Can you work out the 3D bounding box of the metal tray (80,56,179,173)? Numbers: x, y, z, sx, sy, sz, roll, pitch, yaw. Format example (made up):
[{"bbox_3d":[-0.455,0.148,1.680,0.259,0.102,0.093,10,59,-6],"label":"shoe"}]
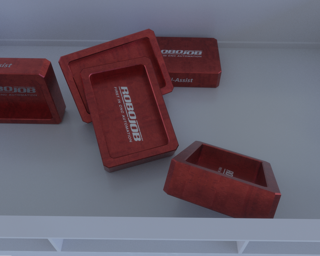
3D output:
[{"bbox_3d":[-0.040,-0.019,0.386,0.091,0.030,0.129,-14,74,-12],"label":"metal tray"}]

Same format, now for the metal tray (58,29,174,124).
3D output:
[{"bbox_3d":[-0.057,-0.070,0.419,0.131,0.030,0.090,-22,98,-13],"label":"metal tray"}]

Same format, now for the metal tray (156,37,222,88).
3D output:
[{"bbox_3d":[0.026,-0.106,0.491,0.131,0.030,0.090,2,50,1],"label":"metal tray"}]

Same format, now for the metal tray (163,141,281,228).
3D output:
[{"bbox_3d":[0.065,0.047,0.309,0.090,0.030,0.130,17,9,14],"label":"metal tray"}]

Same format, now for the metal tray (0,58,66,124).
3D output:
[{"bbox_3d":[-0.199,-0.046,0.399,0.131,0.090,0.030,1,50,0],"label":"metal tray"}]
